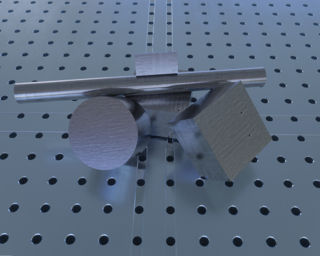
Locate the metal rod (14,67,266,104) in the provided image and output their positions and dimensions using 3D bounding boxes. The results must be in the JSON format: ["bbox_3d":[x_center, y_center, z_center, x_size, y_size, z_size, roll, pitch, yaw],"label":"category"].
[{"bbox_3d":[-0.020,-0.053,0.383,0.302,0.025,0.025,-4,50,-4],"label":"metal rod"}]

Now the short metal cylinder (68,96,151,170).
[{"bbox_3d":[-0.056,0.004,0.356,0.080,0.079,0.050,15,9,12],"label":"short metal cylinder"}]

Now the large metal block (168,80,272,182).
[{"bbox_3d":[0.070,0.004,0.356,0.080,0.050,0.080,-38,103,-27],"label":"large metal block"}]

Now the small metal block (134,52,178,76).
[{"bbox_3d":[-0.006,-0.083,0.392,0.050,0.025,0.050,-5,15,-4],"label":"small metal block"}]

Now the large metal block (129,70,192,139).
[{"bbox_3d":[0.001,-0.036,0.416,0.080,0.050,0.080,8,51,7],"label":"large metal block"}]
